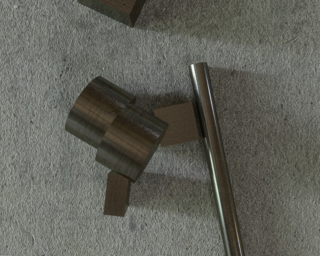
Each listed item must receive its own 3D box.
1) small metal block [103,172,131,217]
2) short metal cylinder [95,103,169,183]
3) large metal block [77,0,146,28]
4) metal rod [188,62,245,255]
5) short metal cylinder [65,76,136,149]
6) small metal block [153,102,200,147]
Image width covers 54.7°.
[{"bbox_3d":[-0.053,0.081,0.397,0.025,0.050,0.050,7,90,0],"label":"small metal block"},{"bbox_3d":[-0.031,0.017,0.363,0.050,0.080,0.080,30,90,5],"label":"short metal cylinder"},{"bbox_3d":[-0.056,-0.189,0.397,0.080,0.050,0.080,25,90,0],"label":"large metal block"},{"bbox_3d":[0.079,0.063,0.410,0.025,0.025,0.298,-11,90,0],"label":"metal rod"},{"bbox_3d":[-0.071,-0.017,0.382,0.050,0.080,0.080,31,90,0],"label":"short metal cylinder"},{"bbox_3d":[0.021,-0.005,0.410,0.050,0.025,0.050,-12,90,-1],"label":"small metal block"}]
